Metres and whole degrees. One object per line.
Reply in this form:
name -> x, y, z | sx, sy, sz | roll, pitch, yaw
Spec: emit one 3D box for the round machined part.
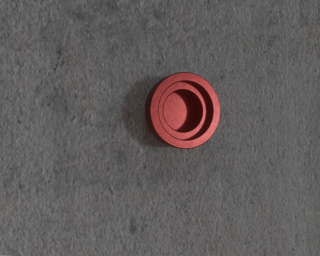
round machined part -> 0.027, -0.022, 0.411 | 0.099, 0.042, 0.097 | 0, 90, -21
